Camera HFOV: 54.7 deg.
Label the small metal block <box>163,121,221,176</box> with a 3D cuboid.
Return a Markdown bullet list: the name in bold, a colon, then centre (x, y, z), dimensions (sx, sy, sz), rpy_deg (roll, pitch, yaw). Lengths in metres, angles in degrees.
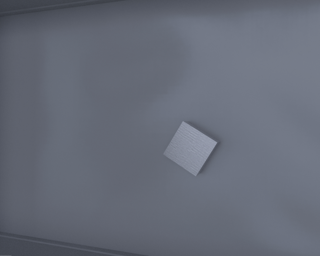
- **small metal block**: centre (0.041, 0.025, 0.396), dimensions (0.050, 0.025, 0.050), rpy_deg (33, 100, 16)
